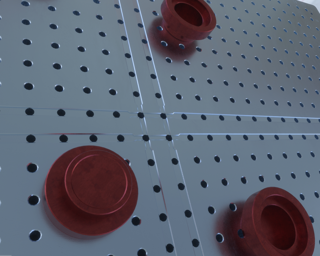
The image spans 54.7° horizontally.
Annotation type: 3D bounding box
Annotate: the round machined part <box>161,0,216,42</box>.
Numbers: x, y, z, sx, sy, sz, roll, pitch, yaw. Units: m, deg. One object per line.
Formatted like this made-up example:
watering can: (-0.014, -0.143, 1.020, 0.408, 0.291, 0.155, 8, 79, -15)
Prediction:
round machined part: (0.045, -0.190, 0.540, 0.099, 0.042, 0.098, 14, 56, -21)

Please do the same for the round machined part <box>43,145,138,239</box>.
round machined part: (-0.068, 0.062, 0.324, 0.099, 0.042, 0.098, 14, 56, -21)

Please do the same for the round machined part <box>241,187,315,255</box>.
round machined part: (0.146, 0.129, 0.399, 0.099, 0.042, 0.098, 14, 56, -21)
